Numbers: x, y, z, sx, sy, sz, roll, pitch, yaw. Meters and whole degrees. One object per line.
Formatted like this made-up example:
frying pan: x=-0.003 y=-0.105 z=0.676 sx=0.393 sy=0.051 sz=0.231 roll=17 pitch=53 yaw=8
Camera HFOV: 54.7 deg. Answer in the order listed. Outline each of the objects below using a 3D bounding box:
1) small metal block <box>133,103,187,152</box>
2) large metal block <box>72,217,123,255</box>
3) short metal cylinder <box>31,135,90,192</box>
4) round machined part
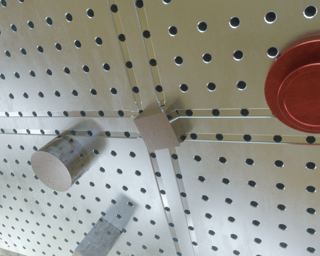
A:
small metal block: x=0.001 y=0.000 z=0.410 sx=0.050 sy=0.025 sz=0.050 roll=-13 pitch=112 yaw=33
large metal block: x=-0.123 y=0.228 z=0.579 sx=0.050 sy=0.080 sz=0.079 roll=34 pitch=129 yaw=6
short metal cylinder: x=-0.165 y=0.059 z=0.516 sx=0.080 sy=0.050 sz=0.079 roll=13 pitch=124 yaw=20
round machined part: x=0.151 y=-0.036 z=0.298 sx=0.098 sy=0.042 sz=0.097 roll=13 pitch=124 yaw=20
